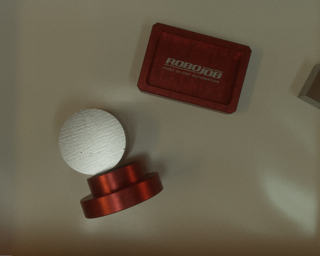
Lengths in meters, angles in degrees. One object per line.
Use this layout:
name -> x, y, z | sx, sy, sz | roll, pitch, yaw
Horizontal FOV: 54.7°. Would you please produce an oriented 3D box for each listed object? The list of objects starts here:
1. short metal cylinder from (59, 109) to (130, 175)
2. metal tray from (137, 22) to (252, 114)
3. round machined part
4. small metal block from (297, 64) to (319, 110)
short metal cylinder -> -0.082, 0.016, 0.398 | 0.081, 0.050, 0.079 | 0, 90, -1
metal tray -> 0.044, -0.076, 0.409 | 0.131, 0.030, 0.089 | 14, 90, -1
round machined part -> -0.049, 0.069, 0.375 | 0.099, 0.098, 0.042 | -19, 88, 0
small metal block -> 0.223, -0.052, 0.414 | 0.050, 0.025, 0.050 | 28, 90, -1
